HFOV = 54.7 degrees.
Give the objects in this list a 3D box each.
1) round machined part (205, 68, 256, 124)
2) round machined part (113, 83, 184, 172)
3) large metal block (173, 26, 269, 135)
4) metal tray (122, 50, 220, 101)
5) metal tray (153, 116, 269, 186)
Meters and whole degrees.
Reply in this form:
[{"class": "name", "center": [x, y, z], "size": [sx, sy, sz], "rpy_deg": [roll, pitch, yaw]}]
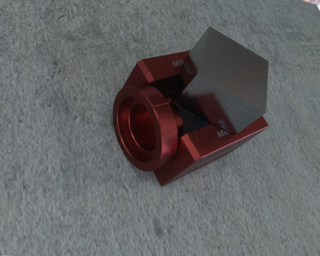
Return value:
[{"class": "round machined part", "center": [0.091, -0.038, 0.432], "size": [0.042, 0.097, 0.098], "rpy_deg": [-17, 71, -35]}, {"class": "round machined part", "center": [-0.011, -0.003, 0.355], "size": [0.042, 0.097, 0.098], "rpy_deg": [-17, 71, -35]}, {"class": "large metal block", "center": [0.069, -0.052, 0.341], "size": [0.080, 0.050, 0.080], "rpy_deg": [26, 52, -12]}, {"class": "metal tray", "center": [0.014, -0.060, 0.411], "size": [0.131, 0.090, 0.030], "rpy_deg": [-20, 73, -36]}, {"class": "metal tray", "center": [0.062, 0.022, 0.383], "size": [0.131, 0.090, 0.030], "rpy_deg": [-19, 72, -36]}]
